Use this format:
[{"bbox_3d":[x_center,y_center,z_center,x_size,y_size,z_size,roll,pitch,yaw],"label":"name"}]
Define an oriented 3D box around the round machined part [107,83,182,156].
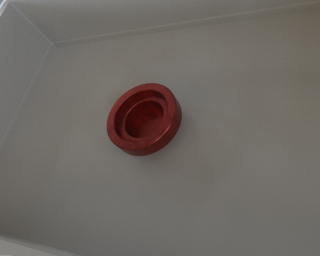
[{"bbox_3d":[-0.017,-0.007,0.407,0.098,0.042,0.098,-13,56,20],"label":"round machined part"}]
